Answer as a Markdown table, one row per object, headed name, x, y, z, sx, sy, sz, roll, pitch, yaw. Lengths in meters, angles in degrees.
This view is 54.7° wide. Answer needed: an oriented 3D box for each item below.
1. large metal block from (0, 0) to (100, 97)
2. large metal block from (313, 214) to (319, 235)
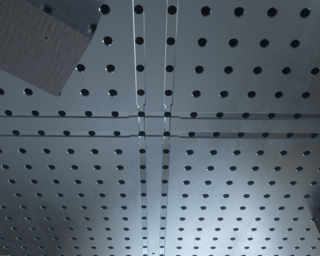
| name | x | y | z | sx | sy | sz | roll | pitch | yaw |
| --- | --- | --- | --- | --- | --- | --- | --- | --- | --- |
| large metal block | -0.120 | -0.091 | 0.316 | 0.080 | 0.050 | 0.080 | 28 | 125 | -22 |
| large metal block | 0.336 | 0.166 | 0.542 | 0.081 | 0.050 | 0.079 | 10 | 130 | -9 |
